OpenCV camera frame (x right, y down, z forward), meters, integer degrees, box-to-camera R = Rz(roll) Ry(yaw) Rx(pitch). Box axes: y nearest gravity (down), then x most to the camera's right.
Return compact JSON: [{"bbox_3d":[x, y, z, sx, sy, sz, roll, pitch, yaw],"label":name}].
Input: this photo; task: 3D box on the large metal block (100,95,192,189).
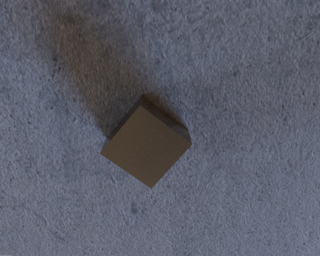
[{"bbox_3d":[-0.017,0.017,0.403,0.080,0.050,0.080,37,106,-13],"label":"large metal block"}]
